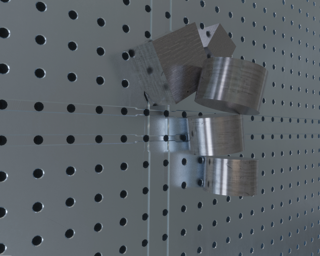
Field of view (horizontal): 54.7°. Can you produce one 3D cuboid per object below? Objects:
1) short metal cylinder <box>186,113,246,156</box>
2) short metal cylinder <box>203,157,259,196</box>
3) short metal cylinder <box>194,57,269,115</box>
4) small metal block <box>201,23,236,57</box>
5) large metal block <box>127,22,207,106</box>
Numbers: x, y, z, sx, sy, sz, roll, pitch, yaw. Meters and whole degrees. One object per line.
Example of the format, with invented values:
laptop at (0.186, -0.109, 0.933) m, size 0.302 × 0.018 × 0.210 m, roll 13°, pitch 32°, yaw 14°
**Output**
short metal cylinder at (0.079, 0.007, 0.440) m, size 0.081 × 0.080 × 0.050 m, roll -9°, pitch 96°, yaw -40°
short metal cylinder at (0.105, 0.069, 0.462) m, size 0.081 × 0.080 × 0.050 m, roll 4°, pitch 88°, yaw -40°
short metal cylinder at (0.087, -0.050, 0.383) m, size 0.081 × 0.080 × 0.050 m, roll 16°, pitch 86°, yaw -39°
small metal block at (0.087, -0.125, 0.483) m, size 0.050 × 0.025 × 0.050 m, roll 43°, pitch 64°, yaw -32°
large metal block at (0.016, -0.083, 0.407) m, size 0.081 × 0.050 × 0.080 m, roll -35°, pitch 112°, yaw -35°
